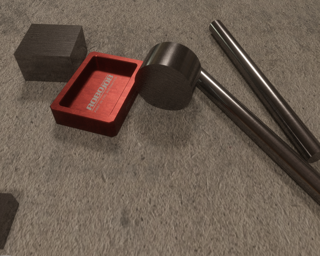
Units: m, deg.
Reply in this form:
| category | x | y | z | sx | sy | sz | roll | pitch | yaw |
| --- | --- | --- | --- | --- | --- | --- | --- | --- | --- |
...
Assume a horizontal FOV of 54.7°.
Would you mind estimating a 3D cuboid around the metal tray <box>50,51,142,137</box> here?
| category | x | y | z | sx | sy | sz | roll | pitch | yaw |
| --- | --- | --- | --- | --- | --- | --- | --- | --- | --- |
| metal tray | -0.083 | -0.053 | 0.443 | 0.090 | 0.030 | 0.130 | 13 | 51 | 10 |

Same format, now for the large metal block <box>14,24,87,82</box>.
| category | x | y | z | sx | sy | sz | roll | pitch | yaw |
| --- | --- | --- | --- | --- | --- | --- | --- | --- | --- |
| large metal block | -0.166 | -0.118 | 0.484 | 0.081 | 0.050 | 0.080 | 3 | 50 | 2 |

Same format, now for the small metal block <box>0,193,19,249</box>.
| category | x | y | z | sx | sy | sz | roll | pitch | yaw |
| --- | --- | --- | --- | --- | --- | --- | --- | --- | --- |
| small metal block | -0.183 | 0.095 | 0.321 | 0.050 | 0.025 | 0.050 | 2 | 50 | 1 |

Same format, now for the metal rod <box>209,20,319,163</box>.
| category | x | y | z | sx | sy | sz | roll | pitch | yaw |
| --- | --- | --- | --- | --- | --- | --- | --- | --- | --- |
| metal rod | 0.146 | -0.074 | 0.467 | 0.025 | 0.025 | 0.299 | -13 | 51 | -11 |

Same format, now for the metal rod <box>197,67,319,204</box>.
| category | x | y | z | sx | sy | sz | roll | pitch | yaw |
| --- | --- | --- | --- | --- | --- | --- | --- | --- | --- |
| metal rod | 0.135 | 0.013 | 0.393 | 0.025 | 0.025 | 0.300 | -26 | 55 | -20 |

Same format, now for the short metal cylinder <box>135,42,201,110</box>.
| category | x | y | z | sx | sy | sz | roll | pitch | yaw |
| --- | --- | --- | --- | --- | --- | --- | --- | --- | --- |
| short metal cylinder | 0.012 | -0.070 | 0.427 | 0.080 | 0.080 | 0.050 | 14 | 52 | 11 |
